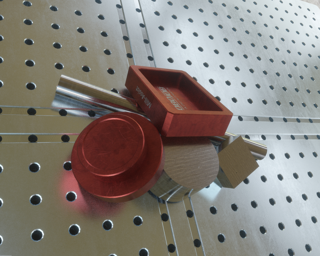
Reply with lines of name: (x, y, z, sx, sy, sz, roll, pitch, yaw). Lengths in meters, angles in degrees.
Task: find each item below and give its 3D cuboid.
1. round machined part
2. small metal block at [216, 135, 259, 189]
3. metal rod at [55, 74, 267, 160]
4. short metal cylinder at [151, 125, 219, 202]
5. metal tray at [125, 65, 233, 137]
round machined part: (-0.046, 0.024, 0.323, 0.099, 0.042, 0.098, -4, 62, 7)
small metal block: (0.096, 0.045, 0.414, 0.050, 0.025, 0.050, -35, 97, -22)
metal rod: (0.015, -0.008, 0.417, 0.302, 0.025, 0.025, 18, 55, -18)
short metal cylinder: (0.023, 0.043, 0.374, 0.081, 0.050, 0.080, 14, 56, -21)
metal tray: (0.019, -0.038, 0.396, 0.091, 0.030, 0.130, 0, 33, -29)
